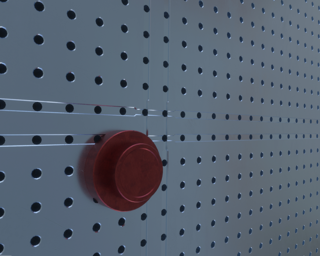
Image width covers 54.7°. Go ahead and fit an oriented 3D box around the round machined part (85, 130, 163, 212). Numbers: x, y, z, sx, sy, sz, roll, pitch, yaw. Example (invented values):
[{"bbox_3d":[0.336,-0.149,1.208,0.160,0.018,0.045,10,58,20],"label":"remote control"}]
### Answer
[{"bbox_3d":[-0.035,0.051,0.371,0.099,0.042,0.097,0,90,-40],"label":"round machined part"}]
